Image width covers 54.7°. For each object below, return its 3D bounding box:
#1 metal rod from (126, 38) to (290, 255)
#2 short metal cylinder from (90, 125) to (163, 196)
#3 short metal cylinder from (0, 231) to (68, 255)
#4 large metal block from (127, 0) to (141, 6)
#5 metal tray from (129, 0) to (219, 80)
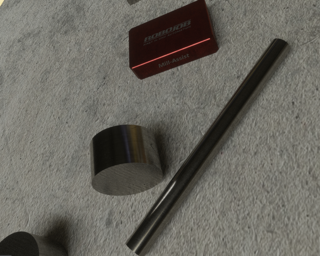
[{"bbox_3d":[0.062,0.015,0.362,0.025,0.025,0.300,30,78,37],"label":"metal rod"},{"bbox_3d":[-0.041,0.040,0.366,0.080,0.080,0.050,-23,54,15],"label":"short metal cylinder"},{"bbox_3d":[-0.157,0.169,0.367,0.080,0.050,0.080,-13,56,21],"label":"short metal cylinder"},{"bbox_3d":[-0.057,-0.294,0.579,0.050,0.080,0.080,-22,54,15],"label":"large metal block"},{"bbox_3d":[0.017,-0.135,0.475,0.130,0.030,0.090,-17,55,18],"label":"metal tray"}]
